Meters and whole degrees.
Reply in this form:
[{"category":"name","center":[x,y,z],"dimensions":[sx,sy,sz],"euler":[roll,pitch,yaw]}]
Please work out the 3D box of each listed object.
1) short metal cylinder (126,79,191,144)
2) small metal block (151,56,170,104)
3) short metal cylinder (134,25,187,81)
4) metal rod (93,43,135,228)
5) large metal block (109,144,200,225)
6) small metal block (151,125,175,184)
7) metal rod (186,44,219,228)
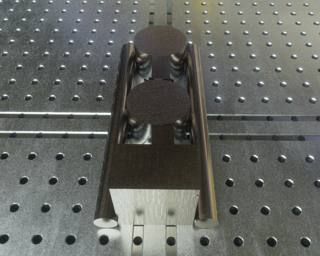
[{"category":"short metal cylinder","center":[-0.002,-0.018,0.406],"dimensions":[0.080,0.050,0.080],"euler":[0,50,0]},{"category":"small metal block","center":[0.001,-0.069,0.447],"dimensions":[0.025,0.050,0.050],"euler":[1,50,1]},{"category":"short metal cylinder","center":[0.000,-0.118,0.490],"dimensions":[0.080,0.050,0.080],"euler":[0,50,0]},{"category":"metal rod","center":[-0.054,-0.016,0.419],"dimensions":[0.025,0.025,0.300],"euler":[1,50,1]},{"category":"large metal block","center":[-0.004,0.061,0.321],"dimensions":[0.080,0.080,0.050],"euler":[1,50,0]},{"category":"small metal block","center":[0.003,0.032,0.364],"dimensions":[0.025,0.050,0.050],"euler":[0,50,0]},{"category":"metal rod","center":[0.051,-0.015,0.419],"dimensions":[0.025,0.025,0.300],"euler":[1,50,1]}]
